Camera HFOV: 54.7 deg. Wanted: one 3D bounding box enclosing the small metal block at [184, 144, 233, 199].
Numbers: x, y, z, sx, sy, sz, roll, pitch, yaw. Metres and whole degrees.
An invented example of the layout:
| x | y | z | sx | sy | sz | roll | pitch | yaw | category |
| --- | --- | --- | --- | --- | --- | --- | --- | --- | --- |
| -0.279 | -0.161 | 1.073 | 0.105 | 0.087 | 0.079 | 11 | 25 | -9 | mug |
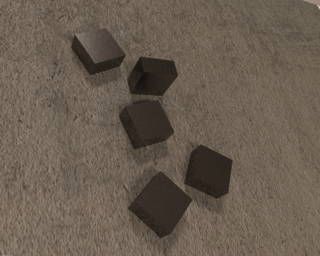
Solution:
| x | y | z | sx | sy | sz | roll | pitch | yaw | category |
| --- | --- | --- | --- | --- | --- | --- | --- | --- | --- |
| 0.064 | 0.057 | 0.405 | 0.050 | 0.025 | 0.050 | 27 | 52 | -12 | small metal block |

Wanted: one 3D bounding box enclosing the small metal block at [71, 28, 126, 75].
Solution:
| x | y | z | sx | sy | sz | roll | pitch | yaw | category |
| --- | --- | --- | --- | --- | --- | --- | --- | --- | --- |
| -0.084 | -0.105 | 0.424 | 0.050 | 0.025 | 0.050 | -27 | 77 | -37 | small metal block |

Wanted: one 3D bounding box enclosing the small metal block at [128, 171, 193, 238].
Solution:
| x | y | z | sx | sy | sz | roll | pitch | yaw | category |
| --- | --- | --- | --- | --- | --- | --- | --- | --- | --- |
| 0.001 | 0.086 | 0.353 | 0.050 | 0.025 | 0.050 | 42 | 51 | 0 | small metal block |

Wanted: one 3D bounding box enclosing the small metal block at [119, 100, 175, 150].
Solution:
| x | y | z | sx | sy | sz | roll | pitch | yaw | category |
| --- | --- | --- | --- | --- | --- | --- | --- | --- | --- |
| -0.017 | -0.005 | 0.399 | 0.050 | 0.025 | 0.050 | -14 | 69 | -34 | small metal block |

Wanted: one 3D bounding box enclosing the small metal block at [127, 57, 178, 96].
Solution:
| x | y | z | sx | sy | sz | roll | pitch | yaw | category |
| --- | --- | --- | --- | --- | --- | --- | --- | --- | --- |
| -0.011 | -0.069 | 0.426 | 0.050 | 0.050 | 0.025 | 1 | 62 | -28 | small metal block |
